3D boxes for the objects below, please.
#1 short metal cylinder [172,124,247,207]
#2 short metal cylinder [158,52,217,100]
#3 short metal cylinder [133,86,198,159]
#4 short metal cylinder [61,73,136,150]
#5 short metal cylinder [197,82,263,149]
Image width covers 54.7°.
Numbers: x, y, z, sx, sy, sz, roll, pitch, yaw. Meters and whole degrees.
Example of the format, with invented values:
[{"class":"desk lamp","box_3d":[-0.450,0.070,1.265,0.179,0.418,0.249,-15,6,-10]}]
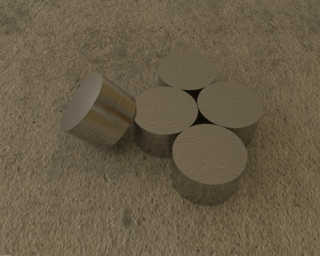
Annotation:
[{"class":"short metal cylinder","box_3d":[0.054,0.042,0.354,0.080,0.050,0.080,0,50,0]},{"class":"short metal cylinder","box_3d":[0.038,-0.063,0.442,0.080,0.050,0.080,0,50,0]},{"class":"short metal cylinder","box_3d":[0.006,-0.007,0.394,0.080,0.050,0.080,0,50,0]},{"class":"short metal cylinder","box_3d":[-0.075,-0.020,0.378,0.080,0.050,0.080,-33,39,32]},{"class":"short metal cylinder","box_3d":[0.086,-0.015,0.401,0.080,0.050,0.080,0,50,0]}]
